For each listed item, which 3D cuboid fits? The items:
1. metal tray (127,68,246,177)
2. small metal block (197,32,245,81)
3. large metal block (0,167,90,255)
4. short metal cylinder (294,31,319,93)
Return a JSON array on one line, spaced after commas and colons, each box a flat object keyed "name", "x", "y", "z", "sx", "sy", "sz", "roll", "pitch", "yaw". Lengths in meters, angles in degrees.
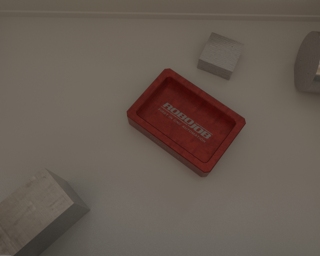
[{"name": "metal tray", "x": 0.033, "y": -0.009, "z": 0.410, "sx": 0.130, "sy": 0.030, "sz": 0.090, "roll": 36, "pitch": 74, "yaw": 12}, {"name": "small metal block", "x": 0.088, "y": -0.104, "z": 0.449, "sx": 0.050, "sy": 0.025, "sz": 0.050, "roll": 23, "pitch": 71, "yaw": 8}, {"name": "large metal block", "x": -0.133, "y": 0.097, "z": 0.343, "sx": 0.080, "sy": 0.080, "sz": 0.050, "roll": -41, "pitch": 76, "yaw": -14}, {"name": "short metal cylinder", "x": 0.222, "y": -0.086, "z": 0.415, "sx": 0.050, "sy": 0.080, "sz": 0.080, "roll": 7, "pitch": 70, "yaw": 2}]
